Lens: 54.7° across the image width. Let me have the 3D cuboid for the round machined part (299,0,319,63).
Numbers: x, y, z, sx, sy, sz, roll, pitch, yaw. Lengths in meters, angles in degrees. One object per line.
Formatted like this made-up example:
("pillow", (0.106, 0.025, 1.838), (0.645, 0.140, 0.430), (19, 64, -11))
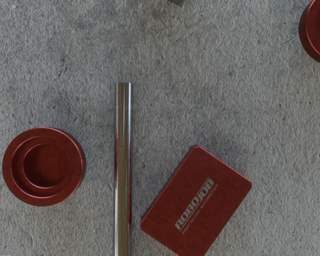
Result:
("round machined part", (0.230, -0.129, 0.404), (0.099, 0.042, 0.097), (0, 90, -1))

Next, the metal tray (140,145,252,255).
("metal tray", (0.046, 0.099, 0.408), (0.090, 0.030, 0.130), (35, 90, -1))

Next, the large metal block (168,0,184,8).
("large metal block", (0.005, -0.204, 0.382), (0.080, 0.080, 0.050), (26, 90, -1))

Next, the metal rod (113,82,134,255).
("metal rod", (-0.049, 0.091, 0.409), (0.025, 0.025, 0.298), (1, 90, -1))

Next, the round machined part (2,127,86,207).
("round machined part", (-0.144, 0.048, 0.400), (0.099, 0.042, 0.097), (0, 90, -1))
